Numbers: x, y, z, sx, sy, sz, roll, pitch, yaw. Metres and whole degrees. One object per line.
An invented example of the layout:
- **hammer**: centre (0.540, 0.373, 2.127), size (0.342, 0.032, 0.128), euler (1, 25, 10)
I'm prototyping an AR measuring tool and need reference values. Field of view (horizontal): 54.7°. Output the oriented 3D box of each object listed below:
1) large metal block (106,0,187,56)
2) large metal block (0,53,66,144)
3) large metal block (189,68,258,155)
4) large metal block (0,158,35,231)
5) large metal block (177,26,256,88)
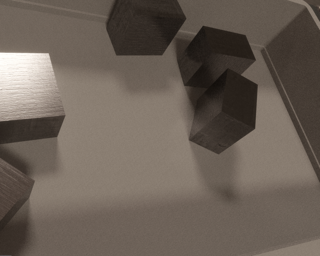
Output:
- **large metal block**: centre (-0.022, -0.152, 0.452), size (0.081, 0.080, 0.050), euler (-9, 66, -32)
- **large metal block**: centre (-0.154, -0.031, 0.326), size (0.081, 0.050, 0.080), euler (-8, 66, -32)
- **large metal block**: centre (0.088, -0.022, 0.433), size (0.050, 0.080, 0.080), euler (26, 53, -13)
- **large metal block**: centre (-0.169, 0.061, 0.261), size (0.080, 0.050, 0.080), euler (36, 51, -5)
- **large metal block**: centre (0.085, -0.105, 0.483), size (0.081, 0.080, 0.050), euler (2, 61, -28)
